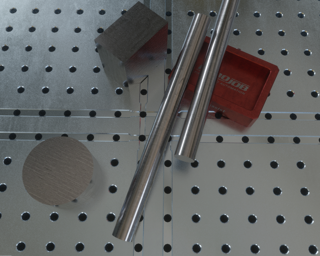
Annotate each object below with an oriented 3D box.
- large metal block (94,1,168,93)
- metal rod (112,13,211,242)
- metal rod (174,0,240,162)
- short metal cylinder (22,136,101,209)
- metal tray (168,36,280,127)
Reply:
[{"bbox_3d":[-0.035,-0.107,0.421,0.050,0.080,0.080,40,75,13],"label":"large metal block"},{"bbox_3d":[0.006,-0.009,0.391,0.025,0.025,0.299,19,80,6],"label":"metal rod"},{"bbox_3d":[0.074,-0.098,0.415,0.025,0.025,0.299,17,71,5],"label":"metal rod"},{"bbox_3d":[-0.116,0.056,0.377,0.081,0.050,0.080,0,70,0],"label":"short metal cylinder"},{"bbox_3d":[0.087,-0.070,0.435,0.130,0.030,0.090,26,72,8],"label":"metal tray"}]
